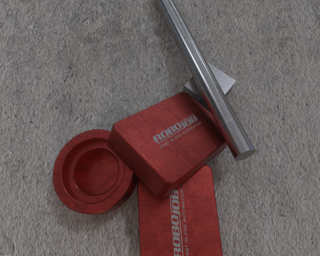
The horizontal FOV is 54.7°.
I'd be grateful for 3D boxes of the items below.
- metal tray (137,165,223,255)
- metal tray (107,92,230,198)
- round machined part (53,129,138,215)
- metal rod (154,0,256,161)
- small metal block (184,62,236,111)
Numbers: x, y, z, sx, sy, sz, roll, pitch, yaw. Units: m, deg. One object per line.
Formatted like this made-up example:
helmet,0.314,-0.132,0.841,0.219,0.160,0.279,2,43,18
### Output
metal tray,0.021,0.113,0.365,0.091,0.030,0.129,-3,70,-2
metal tray,0.016,0.012,0.365,0.090,0.030,0.131,43,45,19
round machined part,-0.073,0.054,0.372,0.098,0.042,0.098,-3,71,10
metal rod,0.047,-0.092,0.417,0.025,0.025,0.299,-18,62,-7
small metal block,0.068,-0.056,0.430,0.050,0.025,0.050,37,74,12
